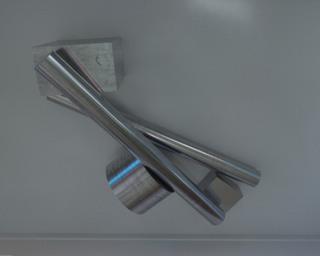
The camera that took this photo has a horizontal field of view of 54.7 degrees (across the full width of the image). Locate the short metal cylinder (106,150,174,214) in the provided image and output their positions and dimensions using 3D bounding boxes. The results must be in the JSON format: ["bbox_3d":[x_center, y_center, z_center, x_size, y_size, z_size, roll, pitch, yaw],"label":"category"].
[{"bbox_3d":[-0.024,0.064,0.403,0.050,0.080,0.080,-38,106,12],"label":"short metal cylinder"}]

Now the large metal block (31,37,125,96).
[{"bbox_3d":[-0.087,-0.073,0.353,0.081,0.080,0.050,-3,110,1],"label":"large metal block"}]

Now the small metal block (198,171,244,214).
[{"bbox_3d":[0.082,0.095,0.446,0.050,0.025,0.050,36,106,-13],"label":"small metal block"}]

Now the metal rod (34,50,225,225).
[{"bbox_3d":[-0.015,0.030,0.359,0.025,0.025,0.300,-38,119,13],"label":"metal rod"}]

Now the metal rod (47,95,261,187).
[{"bbox_3d":[-0.001,0.013,0.415,0.302,0.025,0.025,24,108,-9],"label":"metal rod"}]
